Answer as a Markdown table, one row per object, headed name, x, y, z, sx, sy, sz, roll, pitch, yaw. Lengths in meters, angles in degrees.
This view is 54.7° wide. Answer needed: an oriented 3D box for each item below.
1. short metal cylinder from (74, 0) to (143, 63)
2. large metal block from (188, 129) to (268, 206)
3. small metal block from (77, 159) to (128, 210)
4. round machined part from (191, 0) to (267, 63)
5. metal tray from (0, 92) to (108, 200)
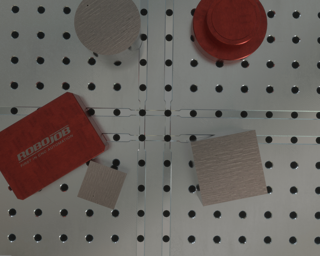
| name | x | y | z | sx | sy | sz | roll | pitch | yaw |
| --- | --- | --- | --- | --- | --- | --- | --- | --- | --- |
| short metal cylinder | -0.064 | -0.128 | 0.400 | 0.081 | 0.050 | 0.079 | 0 | 90 | -1 |
| large metal block | 0.084 | 0.049 | 0.402 | 0.080 | 0.050 | 0.080 | -11 | 90 | -1 |
| small metal block | -0.075 | 0.074 | 0.412 | 0.050 | 0.025 | 0.050 | 20 | 90 | -1 |
| round machined part | 0.092 | -0.137 | 0.406 | 0.099 | 0.042 | 0.097 | 0 | 90 | -1 |
| metal tray | -0.147 | 0.023 | 0.409 | 0.130 | 0.030 | 0.090 | -31 | 90 | -1 |
